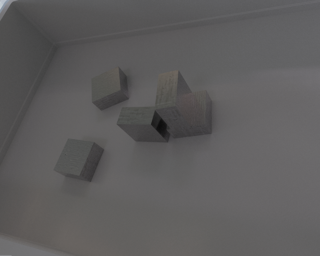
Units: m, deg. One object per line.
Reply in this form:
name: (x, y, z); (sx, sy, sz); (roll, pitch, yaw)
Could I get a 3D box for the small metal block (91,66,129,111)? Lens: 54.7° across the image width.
small metal block: (-0.079, -0.062, 0.485); (0.050, 0.025, 0.050); (-21, 54, 15)

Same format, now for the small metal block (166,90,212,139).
small metal block: (0.038, -0.017, 0.396); (0.050, 0.025, 0.050); (-8, 58, 24)

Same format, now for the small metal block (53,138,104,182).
small metal block: (-0.115, 0.045, 0.439); (0.050, 0.025, 0.050); (5, 64, 30)

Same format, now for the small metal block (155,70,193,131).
small metal block: (0.018, -0.032, 0.368); (0.025, 0.050, 0.050); (-9, 58, 24)

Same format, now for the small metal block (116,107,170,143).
small metal block: (-0.019, -0.004, 0.402); (0.050, 0.050, 0.025); (1, 62, 28)
